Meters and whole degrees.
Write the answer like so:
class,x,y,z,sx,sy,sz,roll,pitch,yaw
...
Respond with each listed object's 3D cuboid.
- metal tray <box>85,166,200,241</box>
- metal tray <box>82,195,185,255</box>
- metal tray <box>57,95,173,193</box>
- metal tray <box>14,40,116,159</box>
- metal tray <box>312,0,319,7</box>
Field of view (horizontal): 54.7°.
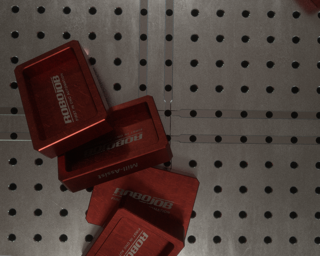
class,x,y,z,sx,sy,sz,roll,pitch,yaw
metal tray,-0.022,0.093,0.411,0.131,0.030,0.089,14,90,-1
metal tray,-0.040,0.157,0.386,0.090,0.030,0.129,32,108,-7
metal tray,-0.059,0.017,0.384,0.131,0.030,0.090,-18,50,-1
metal tray,-0.119,-0.039,0.381,0.090,0.030,0.130,-25,64,-1
metal tray,0.239,-0.239,0.413,0.130,0.030,0.090,-43,91,-1
